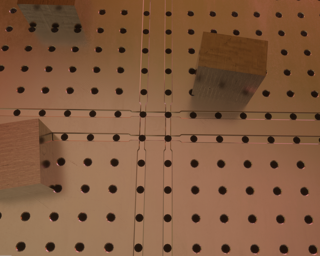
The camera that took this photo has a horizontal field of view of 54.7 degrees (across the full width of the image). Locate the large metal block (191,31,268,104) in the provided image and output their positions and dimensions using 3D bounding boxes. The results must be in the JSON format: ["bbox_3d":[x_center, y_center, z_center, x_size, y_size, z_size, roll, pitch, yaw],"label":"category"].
[{"bbox_3d":[0.089,-0.077,0.412,0.080,0.080,0.050,9,70,3],"label":"large metal block"}]

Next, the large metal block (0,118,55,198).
[{"bbox_3d":[-0.180,0.040,0.382,0.081,0.050,0.080,-9,70,-4],"label":"large metal block"}]

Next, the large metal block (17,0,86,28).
[{"bbox_3d":[-0.159,-0.202,0.470,0.081,0.050,0.080,2,70,0],"label":"large metal block"}]
